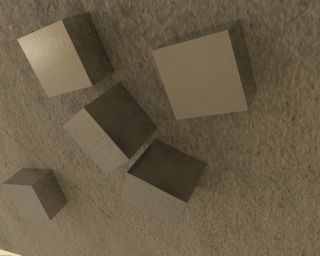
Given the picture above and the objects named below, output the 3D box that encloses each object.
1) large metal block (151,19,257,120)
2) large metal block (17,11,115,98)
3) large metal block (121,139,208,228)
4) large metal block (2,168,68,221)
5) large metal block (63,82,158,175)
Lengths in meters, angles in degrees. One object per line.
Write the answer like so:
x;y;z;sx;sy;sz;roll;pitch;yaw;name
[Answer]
0.049;-0.060;0.327;0.080;0.050;0.080;-7;115;31;large metal block
-0.118;-0.091;0.394;0.080;0.050;0.080;-9;114;31;large metal block
0.007;0.070;0.410;0.080;0.080;0.050;25;127;12;large metal block
-0.236;0.124;0.589;0.080;0.050;0.080;-2;117;29;large metal block
-0.061;-0.001;0.401;0.050;0.080;0.080;-34;100;38;large metal block
